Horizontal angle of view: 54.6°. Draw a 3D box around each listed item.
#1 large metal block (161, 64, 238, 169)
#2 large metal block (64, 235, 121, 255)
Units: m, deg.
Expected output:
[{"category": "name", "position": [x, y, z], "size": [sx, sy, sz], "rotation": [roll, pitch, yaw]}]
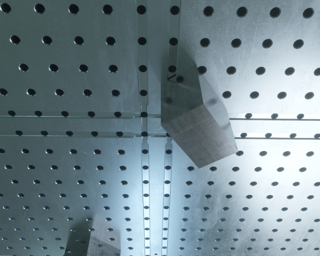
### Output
[{"category": "large metal block", "position": [0.044, -0.014, 0.364], "size": [0.050, 0.080, 0.080], "rotation": [-27, 125, 21]}, {"category": "large metal block", "position": [-0.138, 0.268, 0.622], "size": [0.080, 0.050, 0.080], "rotation": [-35, 122, 26]}]
